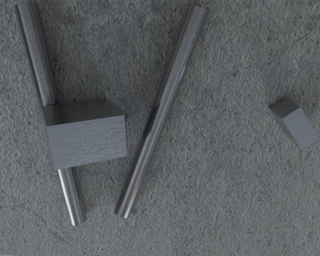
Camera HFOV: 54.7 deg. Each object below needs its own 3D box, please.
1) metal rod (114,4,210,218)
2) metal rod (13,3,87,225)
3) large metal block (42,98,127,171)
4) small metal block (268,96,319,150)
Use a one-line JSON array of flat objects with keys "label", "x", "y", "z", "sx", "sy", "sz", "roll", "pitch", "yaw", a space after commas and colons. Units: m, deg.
[{"label": "metal rod", "x": -0.005, "y": -0.008, "z": 0.406, "sx": 0.025, "sy": 0.025, "sz": 0.298, "roll": 19, "pitch": 109, "yaw": -7}, {"label": "metal rod", "x": -0.138, "y": -0.003, "z": 0.406, "sx": 0.025, "sy": 0.025, "sz": 0.298, "roll": -6, "pitch": 110, "yaw": 2}, {"label": "large metal block", "x": -0.091, "y": 0.003, "z": 0.367, "sx": 0.081, "sy": 0.080, "sz": 0.050, "roll": -10, "pitch": 112, "yaw": -21}, {"label": "small metal block", "x": 0.170, "y": -0.008, "z": 0.396, "sx": 0.025, "sy": 0.050, "sz": 0.050, "roll": -35, "pitch": 107, "yaw": 12}]
